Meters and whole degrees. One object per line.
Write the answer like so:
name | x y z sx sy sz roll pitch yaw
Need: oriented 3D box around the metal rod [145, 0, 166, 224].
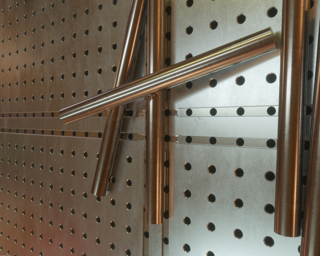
metal rod | -0.006 -0.025 0.411 0.025 0.025 0.298 1 91 39

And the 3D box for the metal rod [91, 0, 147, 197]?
metal rod | -0.060 -0.040 0.456 0.025 0.025 0.298 23 104 37

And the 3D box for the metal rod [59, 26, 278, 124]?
metal rod | -0.011 -0.054 0.385 0.300 0.025 0.025 -16 80 28

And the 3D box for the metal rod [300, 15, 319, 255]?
metal rod | 0.149 0.036 0.285 0.025 0.025 0.298 6 94 39

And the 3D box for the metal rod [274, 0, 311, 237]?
metal rod | 0.130 -0.046 0.301 0.025 0.025 0.298 3 92 39
